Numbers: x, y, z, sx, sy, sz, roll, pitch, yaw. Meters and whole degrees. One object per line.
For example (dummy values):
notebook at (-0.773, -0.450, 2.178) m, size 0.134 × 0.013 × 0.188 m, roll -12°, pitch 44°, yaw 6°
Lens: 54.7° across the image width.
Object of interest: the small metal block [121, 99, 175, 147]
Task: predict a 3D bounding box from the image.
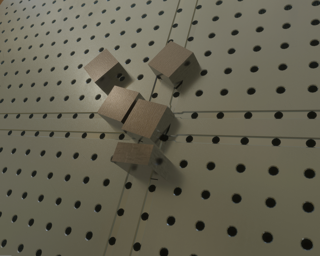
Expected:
small metal block at (-0.016, -0.008, 0.420) m, size 0.050 × 0.025 × 0.050 m, roll 17°, pitch 70°, yaw 34°

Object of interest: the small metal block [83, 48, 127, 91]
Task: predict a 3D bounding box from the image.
small metal block at (-0.092, -0.097, 0.514) m, size 0.050 × 0.025 × 0.050 m, roll -41°, pitch 51°, yaw 0°

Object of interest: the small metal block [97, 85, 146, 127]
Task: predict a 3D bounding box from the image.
small metal block at (-0.056, -0.030, 0.455) m, size 0.050 × 0.025 × 0.050 m, roll 19°, pitch 72°, yaw 35°

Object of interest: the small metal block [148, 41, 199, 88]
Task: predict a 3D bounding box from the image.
small metal block at (0.019, -0.094, 0.455) m, size 0.050 × 0.025 × 0.050 m, roll -46°, pitch 52°, yaw -5°

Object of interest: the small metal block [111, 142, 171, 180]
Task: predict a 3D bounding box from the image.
small metal block at (-0.022, 0.041, 0.377) m, size 0.050 × 0.050 × 0.025 m, roll 3°, pitch 63°, yaw 29°
